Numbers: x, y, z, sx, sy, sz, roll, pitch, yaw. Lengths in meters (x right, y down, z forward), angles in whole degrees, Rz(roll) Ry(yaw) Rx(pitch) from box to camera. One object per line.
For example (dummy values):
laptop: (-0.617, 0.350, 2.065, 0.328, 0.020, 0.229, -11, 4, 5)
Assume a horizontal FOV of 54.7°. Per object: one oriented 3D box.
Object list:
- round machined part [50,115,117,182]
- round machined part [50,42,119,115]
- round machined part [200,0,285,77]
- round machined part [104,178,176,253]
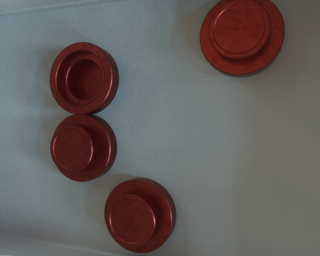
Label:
round machined part: (-0.115, 0.028, 0.441, 0.098, 0.042, 0.097, 0, 90, 19)
round machined part: (-0.101, -0.067, 0.436, 0.098, 0.042, 0.097, 0, 90, 19)
round machined part: (0.095, -0.112, 0.368, 0.098, 0.042, 0.097, 0, 90, 19)
round machined part: (-0.031, 0.118, 0.412, 0.098, 0.042, 0.097, 0, 90, 19)
